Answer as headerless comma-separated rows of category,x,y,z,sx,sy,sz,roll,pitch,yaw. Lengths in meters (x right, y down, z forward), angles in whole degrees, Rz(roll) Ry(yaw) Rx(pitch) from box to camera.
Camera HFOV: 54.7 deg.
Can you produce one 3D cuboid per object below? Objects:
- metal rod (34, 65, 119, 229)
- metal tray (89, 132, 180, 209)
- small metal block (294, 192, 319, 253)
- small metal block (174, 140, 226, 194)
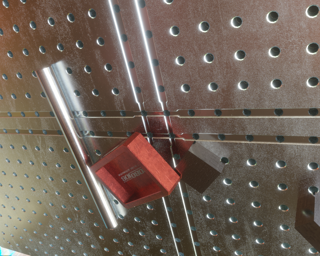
metal rod,-0.128,0.044,0.505,0.025,0.025,0.298,-3,117,30
metal tray,-0.042,0.067,0.454,0.090,0.030,0.129,48,141,-6
small metal block,0.188,0.113,0.365,0.050,0.050,0.025,45,129,-3
small metal block,0.052,0.053,0.417,0.050,0.025,0.050,35,129,5
